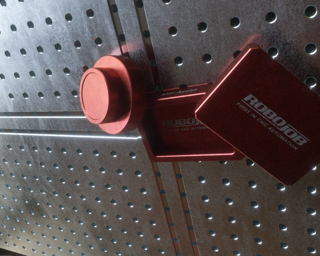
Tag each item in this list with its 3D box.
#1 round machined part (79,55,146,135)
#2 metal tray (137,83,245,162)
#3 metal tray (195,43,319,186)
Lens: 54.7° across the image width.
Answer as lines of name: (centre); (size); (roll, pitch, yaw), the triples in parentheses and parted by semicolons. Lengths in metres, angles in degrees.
round machined part: (-0.064, -0.040, 0.381); (0.098, 0.042, 0.097); (11, 105, 47)
metal tray: (0.035, -0.003, 0.385); (0.130, 0.030, 0.090); (-5, 116, 30)
metal tray: (0.113, -0.011, 0.316); (0.130, 0.030, 0.090); (37, 114, -6)
